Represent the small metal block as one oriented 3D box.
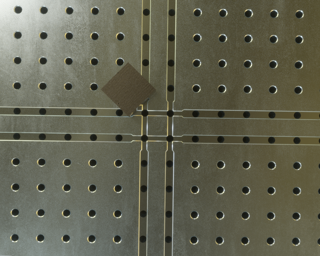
[{"bbox_3d":[-0.041,-0.050,0.413,0.050,0.025,0.050,45,90,0],"label":"small metal block"}]
